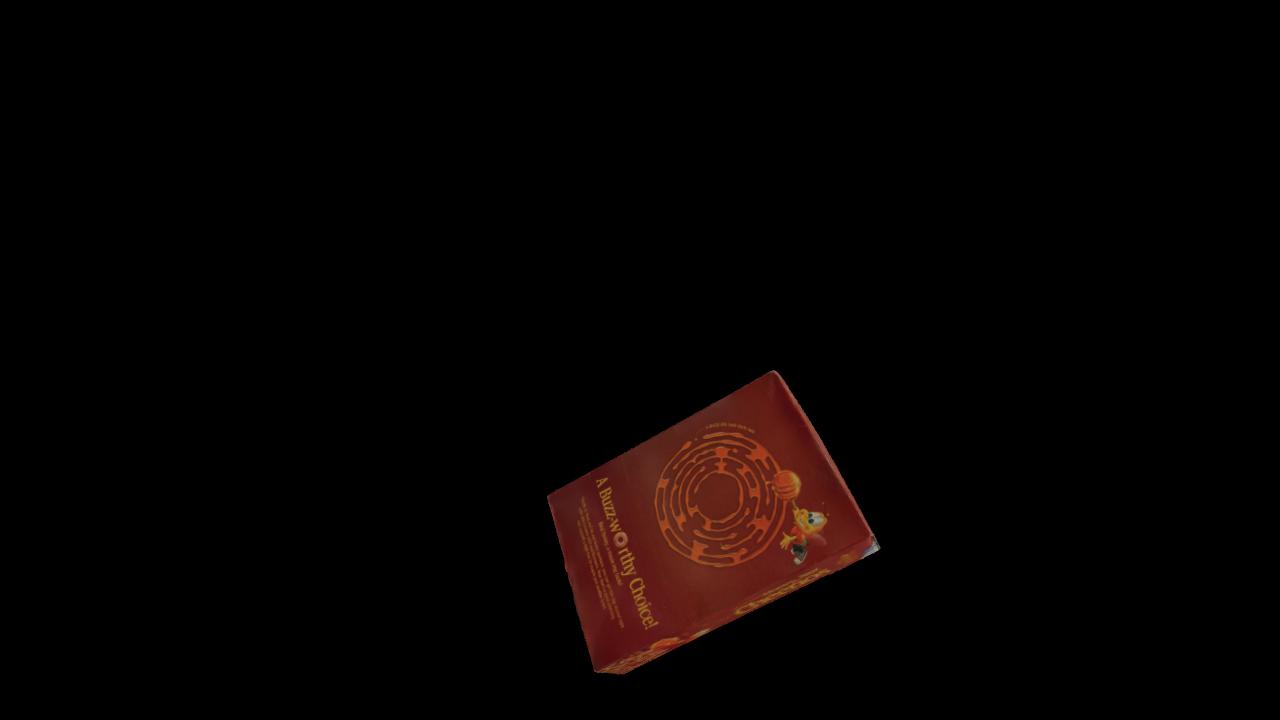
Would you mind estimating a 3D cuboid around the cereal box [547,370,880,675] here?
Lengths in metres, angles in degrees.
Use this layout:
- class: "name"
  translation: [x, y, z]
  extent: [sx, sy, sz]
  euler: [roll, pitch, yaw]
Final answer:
- class: "cereal box"
  translation: [0.065, 0.172, 0.658]
  extent: [0.306, 0.203, 0.081]
  euler: [-30, -35, 8]
